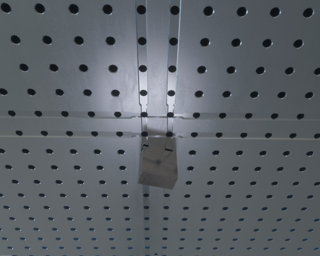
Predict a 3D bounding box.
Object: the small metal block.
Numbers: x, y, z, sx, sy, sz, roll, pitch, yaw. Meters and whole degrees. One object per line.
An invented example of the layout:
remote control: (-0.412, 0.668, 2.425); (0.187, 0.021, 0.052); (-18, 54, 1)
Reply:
small metal block: (-0.003, 0.056, 0.443); (0.050, 0.050, 0.025); (12, 129, -10)
